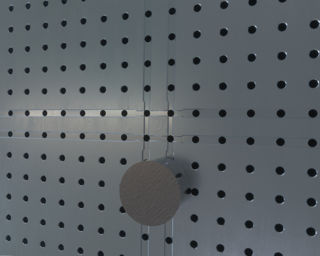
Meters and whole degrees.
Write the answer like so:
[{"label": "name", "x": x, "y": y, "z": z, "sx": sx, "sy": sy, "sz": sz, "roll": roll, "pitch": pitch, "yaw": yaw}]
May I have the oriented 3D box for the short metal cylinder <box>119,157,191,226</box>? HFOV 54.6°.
[{"label": "short metal cylinder", "x": -0.005, "y": 0.080, "z": 0.401, "sx": 0.080, "sy": 0.050, "sz": 0.080, "roll": 0, "pitch": 90, "yaw": 20}]
